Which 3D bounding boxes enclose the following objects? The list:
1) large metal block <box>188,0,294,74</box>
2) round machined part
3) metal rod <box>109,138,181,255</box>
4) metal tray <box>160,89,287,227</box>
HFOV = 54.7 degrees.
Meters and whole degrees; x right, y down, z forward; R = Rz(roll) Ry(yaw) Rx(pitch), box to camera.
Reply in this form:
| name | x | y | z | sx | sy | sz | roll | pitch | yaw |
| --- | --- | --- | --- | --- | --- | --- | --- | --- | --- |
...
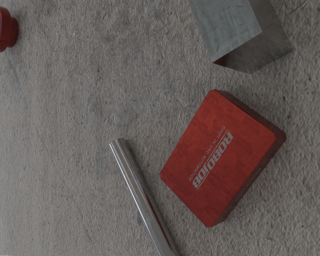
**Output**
| name | x | y | z | sx | sy | sz | roll | pitch | yaw |
| --- | --- | --- | --- | --- | --- | --- | --- | --- | --- |
| large metal block | 0.079 | -0.105 | 0.304 | 0.050 | 0.081 | 0.080 | -28 | 73 | 36 |
| round machined part | -0.348 | -0.215 | 0.681 | 0.098 | 0.042 | 0.097 | 0 | 90 | 40 |
| metal rod | 0.003 | 0.144 | 0.402 | 0.025 | 0.025 | 0.299 | -42 | 65 | 32 |
| metal tray | 0.064 | 0.034 | 0.349 | 0.090 | 0.030 | 0.129 | 43 | 116 | 31 |
